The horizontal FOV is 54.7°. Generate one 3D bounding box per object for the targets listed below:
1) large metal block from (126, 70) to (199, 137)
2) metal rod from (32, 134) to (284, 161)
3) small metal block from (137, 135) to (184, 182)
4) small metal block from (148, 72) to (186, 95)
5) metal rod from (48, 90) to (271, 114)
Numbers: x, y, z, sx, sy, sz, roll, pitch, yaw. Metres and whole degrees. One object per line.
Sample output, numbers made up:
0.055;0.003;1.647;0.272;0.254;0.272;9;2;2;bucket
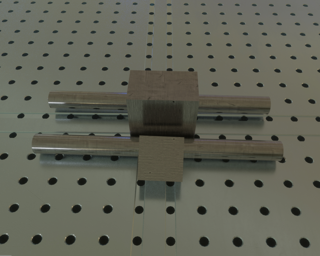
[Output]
0.004;-0.024;0.386;0.081;0.080;0.050;1;50;1;large metal block
-0.003;0.024;0.383;0.302;0.025;0.025;2;50;1;metal rod
0.001;0.035;0.358;0.050;0.025;0.050;2;87;1;small metal block
0.009;-0.064;0.442;0.050;0.025;0.050;1;16;0;small metal block
-0.001;-0.036;0.432;0.302;0.025;0.025;2;50;1;metal rod
